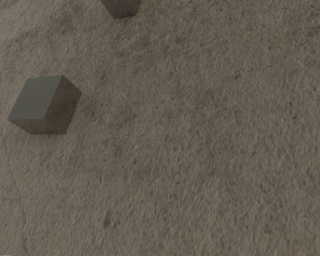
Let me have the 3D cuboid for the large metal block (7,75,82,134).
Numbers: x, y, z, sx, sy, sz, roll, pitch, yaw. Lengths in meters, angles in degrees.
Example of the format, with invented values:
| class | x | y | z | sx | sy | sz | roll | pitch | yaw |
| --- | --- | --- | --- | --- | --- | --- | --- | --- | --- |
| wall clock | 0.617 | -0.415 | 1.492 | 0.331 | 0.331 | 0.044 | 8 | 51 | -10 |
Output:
| class | x | y | z | sx | sy | sz | roll | pitch | yaw |
| --- | --- | --- | --- | --- | --- | --- | --- | --- | --- |
| large metal block | -0.186 | -0.037 | 0.506 | 0.080 | 0.050 | 0.080 | 0 | 61 | 27 |

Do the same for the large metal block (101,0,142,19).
| class | x | y | z | sx | sy | sz | roll | pitch | yaw |
| --- | --- | --- | --- | --- | --- | --- | --- | --- | --- |
| large metal block | -0.072 | -0.261 | 0.565 | 0.050 | 0.080 | 0.080 | 2 | 63 | 29 |
